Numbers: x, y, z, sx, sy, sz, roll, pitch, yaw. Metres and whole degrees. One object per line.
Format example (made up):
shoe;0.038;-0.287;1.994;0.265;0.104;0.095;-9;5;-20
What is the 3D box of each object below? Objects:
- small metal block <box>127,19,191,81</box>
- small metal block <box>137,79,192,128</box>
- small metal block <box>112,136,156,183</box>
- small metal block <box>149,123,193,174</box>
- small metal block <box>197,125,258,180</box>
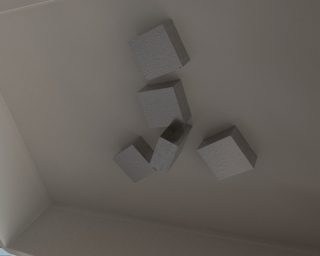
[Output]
small metal block;-0.001;-0.088;0.354;0.050;0.025;0.050;-16;111;34
small metal block;0.006;-0.029;0.386;0.050;0.025;0.050;-5;116;30
small metal block;-0.033;0.047;0.453;0.050;0.025;0.050;49;128;-7
small metal block;0.014;0.022;0.398;0.025;0.050;0.050;28;128;10
small metal block;0.083;0.032;0.384;0.050;0.025;0.050;-29;103;37
